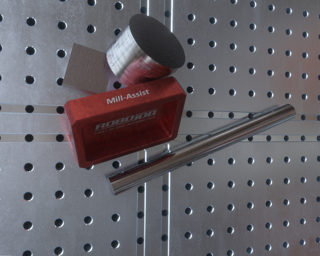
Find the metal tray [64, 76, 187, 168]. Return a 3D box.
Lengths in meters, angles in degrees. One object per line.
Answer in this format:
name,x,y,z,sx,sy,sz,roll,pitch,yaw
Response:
metal tray,-0.039,-0.006,0.365,0.131,0.089,0.030,-17,55,-20

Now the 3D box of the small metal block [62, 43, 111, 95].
small metal block,-0.088,-0.070,0.380,0.050,0.025,0.050,15,85,-20

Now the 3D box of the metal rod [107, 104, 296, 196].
metal rod,0.072,0.024,0.440,0.302,0.025,0.025,-21,97,-19

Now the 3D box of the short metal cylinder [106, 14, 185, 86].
short metal cylinder,-0.016,-0.089,0.374,0.080,0.050,0.080,25,45,-28
